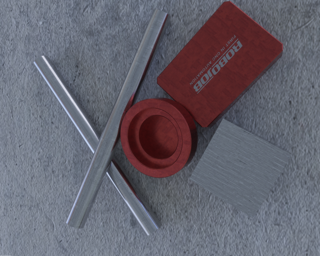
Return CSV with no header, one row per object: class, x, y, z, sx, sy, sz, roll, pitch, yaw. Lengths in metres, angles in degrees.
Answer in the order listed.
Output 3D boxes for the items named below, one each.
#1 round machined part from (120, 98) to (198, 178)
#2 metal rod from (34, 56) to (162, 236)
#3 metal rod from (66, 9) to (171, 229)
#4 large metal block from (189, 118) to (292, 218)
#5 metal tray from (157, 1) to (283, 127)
round machined part,0.002,0.010,0.391,0.098,0.042,0.097,5,101,28
metal rod,-0.094,0.017,0.440,0.025,0.025,0.299,-39,78,15
metal rod,-0.055,-0.012,0.407,0.025,0.025,0.299,23,90,18
large metal block,0.094,0.043,0.362,0.080,0.050,0.080,30,100,17
metal tray,0.071,-0.075,0.381,0.090,0.030,0.130,46,104,14
